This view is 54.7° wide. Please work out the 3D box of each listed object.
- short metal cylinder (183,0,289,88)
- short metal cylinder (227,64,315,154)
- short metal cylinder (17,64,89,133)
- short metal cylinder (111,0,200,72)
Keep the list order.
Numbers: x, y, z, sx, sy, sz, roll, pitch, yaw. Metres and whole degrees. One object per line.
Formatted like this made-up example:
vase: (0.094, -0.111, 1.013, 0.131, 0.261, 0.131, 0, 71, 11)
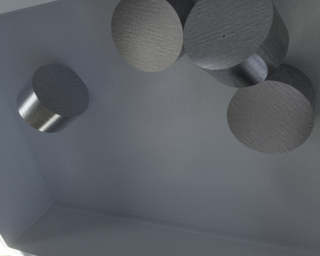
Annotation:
short metal cylinder: (0.068, -0.082, 0.280, 0.080, 0.050, 0.080, -9, 73, 33)
short metal cylinder: (0.115, -0.020, 0.319, 0.080, 0.050, 0.079, 13, 124, 21)
short metal cylinder: (-0.146, -0.040, 0.425, 0.050, 0.080, 0.080, -32, 101, 38)
short metal cylinder: (-0.004, -0.106, 0.329, 0.080, 0.050, 0.079, 13, 124, 21)
